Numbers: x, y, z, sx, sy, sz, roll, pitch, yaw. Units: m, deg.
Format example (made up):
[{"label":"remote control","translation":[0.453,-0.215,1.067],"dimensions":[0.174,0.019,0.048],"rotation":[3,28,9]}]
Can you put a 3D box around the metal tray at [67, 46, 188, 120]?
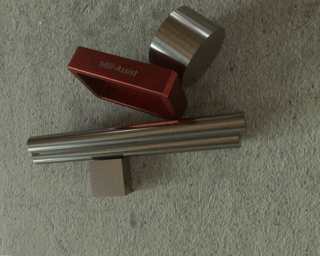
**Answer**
[{"label":"metal tray","translation":[-0.036,-0.052,0.383],"dimensions":[0.130,0.090,0.030],"rotation":[18,77,18]}]

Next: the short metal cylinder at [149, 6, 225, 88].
[{"label":"short metal cylinder","translation":[0.032,-0.095,0.368],"dimensions":[0.050,0.080,0.080],"rotation":[38,102,15]}]

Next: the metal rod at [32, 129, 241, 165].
[{"label":"metal rod","translation":[-0.045,0.027,0.423],"dimensions":[0.301,0.025,0.025],"rotation":[-6,88,19]}]

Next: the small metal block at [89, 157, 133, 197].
[{"label":"small metal block","translation":[-0.068,0.068,0.432],"dimensions":[0.050,0.025,0.050],"rotation":[-7,88,19]}]

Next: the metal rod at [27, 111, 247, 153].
[{"label":"metal rod","translation":[-0.044,0.009,0.403],"dimensions":[0.301,0.025,0.025],"rotation":[-6,88,19]}]
